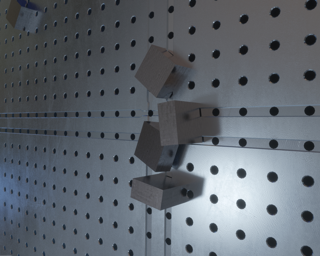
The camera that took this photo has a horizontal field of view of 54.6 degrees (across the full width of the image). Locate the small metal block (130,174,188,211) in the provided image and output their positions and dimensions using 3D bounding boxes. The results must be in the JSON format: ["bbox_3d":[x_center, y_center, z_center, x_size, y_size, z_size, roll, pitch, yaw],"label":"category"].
[{"bbox_3d":[-0.001,0.080,0.395,0.050,0.050,0.025,13,98,39],"label":"small metal block"}]

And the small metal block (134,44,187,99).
[{"bbox_3d":[0.000,-0.074,0.410,0.050,0.025,0.050,46,118,30],"label":"small metal block"}]

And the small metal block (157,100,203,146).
[{"bbox_3d":[0.025,-0.005,0.374,0.025,0.050,0.050,-8,85,39],"label":"small metal block"}]

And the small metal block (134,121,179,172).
[{"bbox_3d":[-0.004,0.024,0.409,0.050,0.025,0.050,33,111,45],"label":"small metal block"}]

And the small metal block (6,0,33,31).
[{"bbox_3d":[-0.300,-0.243,0.659,0.050,0.025,0.050,46,117,30],"label":"small metal block"}]
